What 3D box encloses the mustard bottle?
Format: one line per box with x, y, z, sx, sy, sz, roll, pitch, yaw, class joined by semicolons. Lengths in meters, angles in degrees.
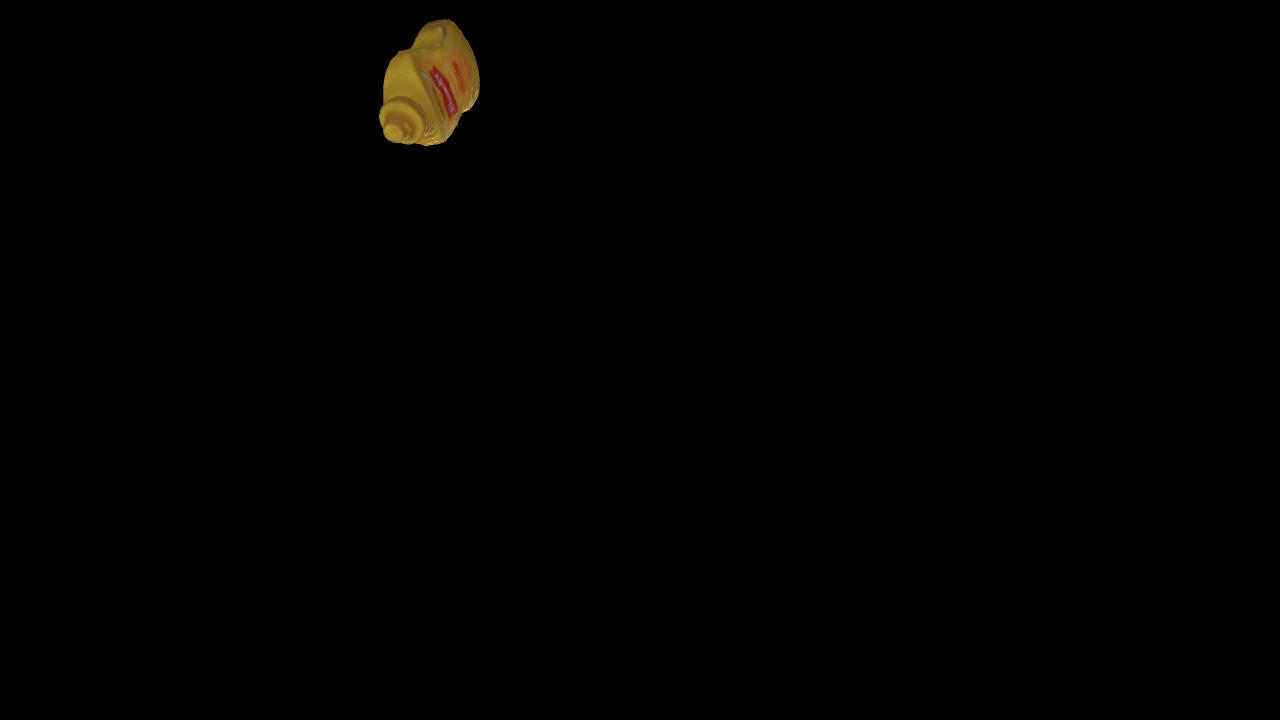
-0.217;-0.269;0.623;0.054;0.092;0.184;2;45;6;mustard bottle
